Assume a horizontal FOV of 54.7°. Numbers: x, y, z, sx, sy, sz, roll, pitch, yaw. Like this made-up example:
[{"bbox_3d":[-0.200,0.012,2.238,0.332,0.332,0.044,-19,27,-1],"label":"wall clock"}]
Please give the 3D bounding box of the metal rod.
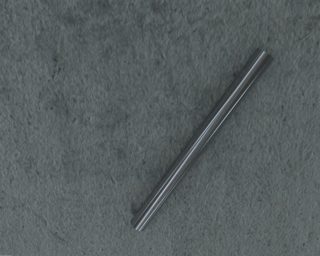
[{"bbox_3d":[0.048,0.027,0.420,0.025,0.025,0.299,31,107,-11],"label":"metal rod"}]
